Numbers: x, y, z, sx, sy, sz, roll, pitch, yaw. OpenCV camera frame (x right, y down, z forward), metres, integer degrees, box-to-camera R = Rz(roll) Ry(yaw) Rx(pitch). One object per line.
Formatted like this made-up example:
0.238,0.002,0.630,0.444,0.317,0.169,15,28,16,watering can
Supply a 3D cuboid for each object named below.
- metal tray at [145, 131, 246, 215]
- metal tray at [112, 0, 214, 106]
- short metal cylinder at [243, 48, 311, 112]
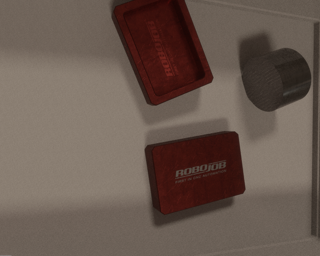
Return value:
0.051,0.058,0.428,0.131,0.030,0.089,-9,93,-20,metal tray
0.004,-0.104,0.403,0.091,0.030,0.129,-24,98,-10,metal tray
0.165,-0.069,0.444,0.050,0.080,0.080,-21,98,-19,short metal cylinder
